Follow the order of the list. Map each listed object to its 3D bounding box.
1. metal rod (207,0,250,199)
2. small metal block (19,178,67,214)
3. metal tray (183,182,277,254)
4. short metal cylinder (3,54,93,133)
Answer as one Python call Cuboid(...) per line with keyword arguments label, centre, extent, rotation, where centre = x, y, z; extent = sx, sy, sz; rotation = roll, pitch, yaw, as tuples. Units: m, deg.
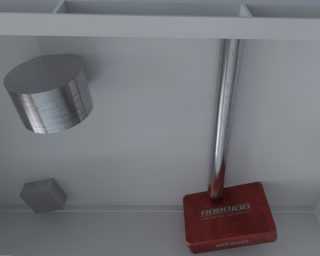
Cuboid(label="metal rod", centre=(0.082, -0.010, 0.401), extent=(0.025, 0.025, 0.298), rotation=(-2, 130, 1))
Cuboid(label="small metal block", centre=(-0.187, 0.111, 0.501), extent=(0.050, 0.025, 0.050), rotation=(-12, 129, 10))
Cuboid(label="metal tray", centre=(0.105, 0.140, 0.487), extent=(0.131, 0.090, 0.030), rotation=(-13, 129, 10))
Cuboid(label="short metal cylinder", centre=(-0.119, -0.039, 0.338), extent=(0.080, 0.080, 0.050), rotation=(-4, 130, 3))
